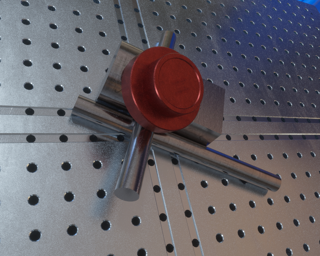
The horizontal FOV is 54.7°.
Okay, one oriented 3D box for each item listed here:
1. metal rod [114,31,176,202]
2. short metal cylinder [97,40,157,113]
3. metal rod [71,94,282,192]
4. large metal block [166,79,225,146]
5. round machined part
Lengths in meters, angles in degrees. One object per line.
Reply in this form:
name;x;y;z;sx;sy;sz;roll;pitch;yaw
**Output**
metal rod;-0.009;-0.042;0.405;0.025;0.025;0.300;25;45;-13
short metal cylinder;-0.041;-0.063;0.389;0.050;0.080;0.080;23;53;-15
metal rod;0.033;0.026;0.411;0.302;0.025;0.025;22;53;-15
large metal block;0.040;-0.027;0.427;0.080;0.050;0.080;23;53;-15
round machined part;0.010;-0.045;0.347;0.099;0.042;0.097;7;78;-34
